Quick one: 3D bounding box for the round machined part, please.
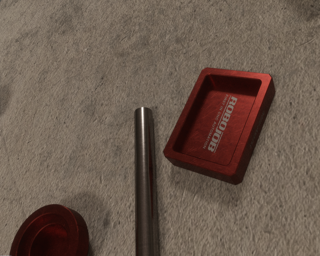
[{"bbox_3d":[-0.125,0.144,0.368,0.098,0.042,0.098,-13,56,20],"label":"round machined part"}]

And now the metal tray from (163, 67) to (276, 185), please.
[{"bbox_3d":[0.071,-0.008,0.367,0.090,0.030,0.130,14,69,33],"label":"metal tray"}]

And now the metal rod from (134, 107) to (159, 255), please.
[{"bbox_3d":[-0.015,0.104,0.346,0.025,0.025,0.299,-16,55,19],"label":"metal rod"}]
